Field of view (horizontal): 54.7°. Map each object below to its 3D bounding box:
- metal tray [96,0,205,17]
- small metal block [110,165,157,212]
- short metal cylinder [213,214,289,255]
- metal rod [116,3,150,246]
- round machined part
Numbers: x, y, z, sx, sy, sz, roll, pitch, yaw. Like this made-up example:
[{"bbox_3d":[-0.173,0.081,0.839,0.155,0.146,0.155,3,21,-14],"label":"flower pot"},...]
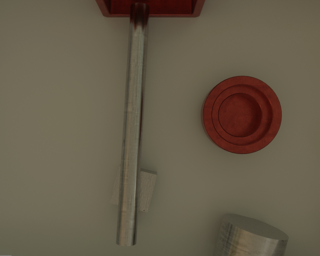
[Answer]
[{"bbox_3d":[-0.011,-0.166,0.378,0.131,0.090,0.030,0,90,-1],"label":"metal tray"},{"bbox_3d":[-0.034,0.079,0.411,0.050,0.025,0.050,14,90,-1],"label":"small metal block"},{"bbox_3d":[0.112,0.146,0.386,0.080,0.080,0.050,15,90,-1],"label":"short metal cylinder"},{"bbox_3d":[-0.033,-0.008,0.390,0.025,0.025,0.298,3,86,-1],"label":"metal rod"},{"bbox_3d":[0.102,-0.016,0.404,0.099,0.042,0.097,0,90,-1],"label":"round machined part"}]
